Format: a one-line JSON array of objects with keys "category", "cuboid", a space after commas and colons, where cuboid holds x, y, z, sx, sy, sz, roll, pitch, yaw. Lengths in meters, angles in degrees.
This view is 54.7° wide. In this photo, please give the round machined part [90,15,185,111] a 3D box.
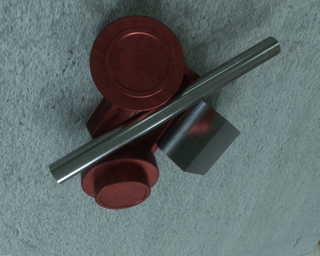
[{"category": "round machined part", "cuboid": [-0.022, -0.066, 0.318, 0.099, 0.042, 0.097, -1, 97, -8]}]

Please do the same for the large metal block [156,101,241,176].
[{"category": "large metal block", "cuboid": [0.054, 0.014, 0.412, 0.080, 0.050, 0.080, -51, 153, 7]}]

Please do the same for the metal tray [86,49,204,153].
[{"category": "metal tray", "cuboid": [-0.017, -0.029, 0.378, 0.090, 0.030, 0.130, 27, 103, -38]}]

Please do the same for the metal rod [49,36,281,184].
[{"category": "metal rod", "cuboid": [0.013, -0.026, 0.362, 0.301, 0.025, 0.025, -31, 129, -9]}]

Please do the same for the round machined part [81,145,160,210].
[{"category": "round machined part", "cuboid": [-0.048, 0.068, 0.391, 0.099, 0.042, 0.097, -9, 140, -7]}]
